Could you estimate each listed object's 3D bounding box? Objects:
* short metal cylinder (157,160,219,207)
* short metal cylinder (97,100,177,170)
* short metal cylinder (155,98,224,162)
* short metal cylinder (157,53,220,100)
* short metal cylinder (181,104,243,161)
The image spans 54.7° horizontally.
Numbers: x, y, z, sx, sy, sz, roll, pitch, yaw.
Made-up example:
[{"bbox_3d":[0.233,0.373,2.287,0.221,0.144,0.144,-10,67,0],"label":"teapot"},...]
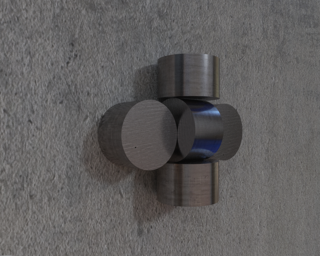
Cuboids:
[{"bbox_3d":[0.036,0.067,0.401,0.081,0.080,0.050,0,90,-40],"label":"short metal cylinder"},{"bbox_3d":[-0.026,0.008,0.368,0.081,0.050,0.080,0,90,-41],"label":"short metal cylinder"},{"bbox_3d":[0.034,0.003,0.399,0.050,0.080,0.080,1,90,-40],"label":"short metal cylinder"},{"bbox_3d":[0.037,-0.063,0.402,0.081,0.080,0.050,0,90,-40],"label":"short metal cylinder"},{"bbox_3d":[0.075,0.005,0.452,0.081,0.050,0.080,-1,91,-40],"label":"short metal cylinder"}]
